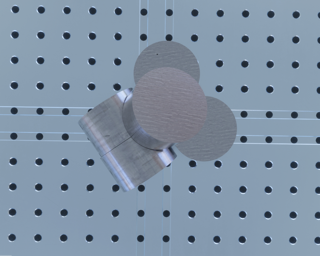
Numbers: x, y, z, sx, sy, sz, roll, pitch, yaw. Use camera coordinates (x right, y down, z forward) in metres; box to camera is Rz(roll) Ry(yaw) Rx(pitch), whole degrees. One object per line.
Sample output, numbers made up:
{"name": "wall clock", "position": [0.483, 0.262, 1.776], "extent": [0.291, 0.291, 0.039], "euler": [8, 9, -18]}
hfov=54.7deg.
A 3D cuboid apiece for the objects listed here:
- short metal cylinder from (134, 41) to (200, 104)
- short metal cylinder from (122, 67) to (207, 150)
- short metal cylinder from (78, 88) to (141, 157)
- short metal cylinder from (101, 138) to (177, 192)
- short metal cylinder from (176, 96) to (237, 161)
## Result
{"name": "short metal cylinder", "position": [0.008, -0.066, 0.400], "extent": [0.081, 0.050, 0.079], "euler": [0, 90, -1]}
{"name": "short metal cylinder", "position": [0.004, -0.019, 0.337], "extent": [0.081, 0.050, 0.080], "euler": [4, 77, -17]}
{"name": "short metal cylinder", "position": [-0.053, -0.007, 0.385], "extent": [0.080, 0.080, 0.050], "euler": [-34, 90, 0]}
{"name": "short metal cylinder", "position": [-0.026, 0.036, 0.385], "extent": [0.080, 0.080, 0.050], "euler": [-34, 90, 0]}
{"name": "short metal cylinder", "position": [0.053, 0.001, 0.401], "extent": [0.081, 0.050, 0.079], "euler": [0, 90, -1]}
